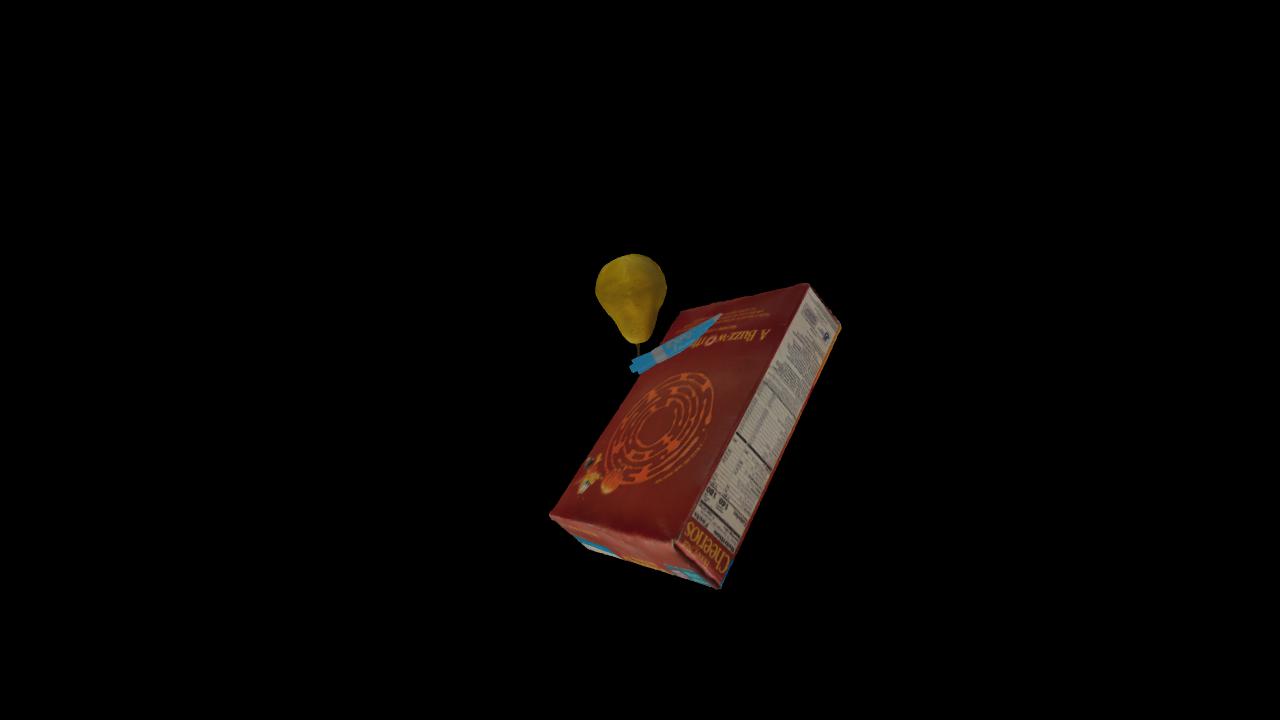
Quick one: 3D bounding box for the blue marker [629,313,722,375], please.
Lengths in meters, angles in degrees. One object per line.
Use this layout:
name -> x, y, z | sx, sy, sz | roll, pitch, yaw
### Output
blue marker -> 0.043, -0.017, 0.681 | 0.121, 0.020, 0.020 | -28, 1, -1

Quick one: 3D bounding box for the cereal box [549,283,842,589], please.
cereal box -> 0.058, 0.065, 0.637 | 0.081, 0.306, 0.203 | 46, -30, -24

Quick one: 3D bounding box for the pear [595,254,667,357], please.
pear -> -0.005, -0.057, 0.673 | 0.080, 0.111, 0.080 | -13, -9, -2
